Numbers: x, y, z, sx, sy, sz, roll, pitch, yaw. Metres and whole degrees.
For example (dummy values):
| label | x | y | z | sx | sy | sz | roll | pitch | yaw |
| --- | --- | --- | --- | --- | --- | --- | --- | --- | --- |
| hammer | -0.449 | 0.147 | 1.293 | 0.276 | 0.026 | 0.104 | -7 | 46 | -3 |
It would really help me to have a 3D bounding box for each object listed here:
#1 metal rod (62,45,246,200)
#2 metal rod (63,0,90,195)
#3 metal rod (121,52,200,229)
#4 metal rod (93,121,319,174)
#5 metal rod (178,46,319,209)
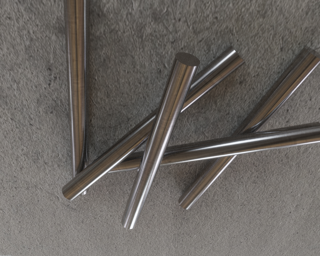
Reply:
| label | x | y | z | sx | sy | sz | roll | pitch | yaw |
| --- | --- | --- | --- | --- | --- | --- | --- | --- | --- |
| metal rod | -0.023 | 0.006 | 0.393 | 0.299 | 0.025 | 0.025 | -39 | 121 | 21 |
| metal rod | -0.102 | -0.016 | 0.391 | 0.025 | 0.025 | 0.298 | 7 | 130 | -6 |
| metal rod | -0.011 | 0.041 | 0.394 | 0.025 | 0.025 | 0.298 | 11 | 131 | -10 |
| metal rod | 0.048 | 0.031 | 0.410 | 0.301 | 0.025 | 0.025 | -11 | 130 | 18 |
| metal rod | 0.105 | 0.021 | 0.425 | 0.025 | 0.025 | 0.298 | 20 | 127 | -16 |
